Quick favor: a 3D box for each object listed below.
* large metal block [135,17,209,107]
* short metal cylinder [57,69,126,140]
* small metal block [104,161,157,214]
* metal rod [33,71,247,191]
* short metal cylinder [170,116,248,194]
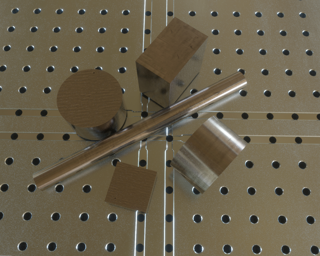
[{"bbox_3d":[0.015,-0.082,0.409,0.050,0.080,0.080,35,74,11],"label":"large metal block"},{"bbox_3d":[-0.087,-0.029,0.404,0.081,0.050,0.080,0,70,0],"label":"short metal cylinder"},{"bbox_3d":[-0.034,0.074,0.381,0.050,0.025,0.050,14,71,5],"label":"small metal block"},{"bbox_3d":[-0.018,0.000,0.408,0.302,0.025,0.025,-27,73,-10],"label":"metal rod"},{"bbox_3d":[0.058,0.032,0.368,0.050,0.080,0.080,42,75,13],"label":"short metal cylinder"}]
